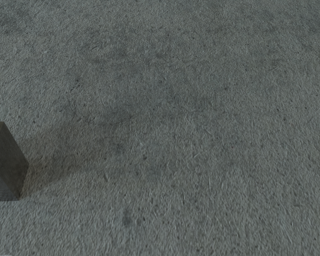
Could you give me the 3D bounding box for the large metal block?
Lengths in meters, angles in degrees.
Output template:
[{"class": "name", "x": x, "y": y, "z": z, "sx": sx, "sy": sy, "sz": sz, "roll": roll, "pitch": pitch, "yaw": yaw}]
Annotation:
[{"class": "large metal block", "x": -0.201, "y": 0.039, "z": 0.333, "sx": 0.081, "sy": 0.080, "sz": 0.050, "roll": -2, "pitch": 50, "yaw": -2}]
